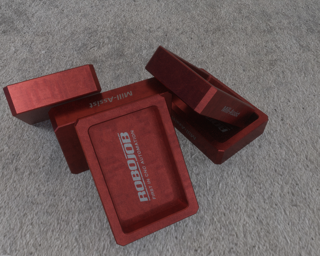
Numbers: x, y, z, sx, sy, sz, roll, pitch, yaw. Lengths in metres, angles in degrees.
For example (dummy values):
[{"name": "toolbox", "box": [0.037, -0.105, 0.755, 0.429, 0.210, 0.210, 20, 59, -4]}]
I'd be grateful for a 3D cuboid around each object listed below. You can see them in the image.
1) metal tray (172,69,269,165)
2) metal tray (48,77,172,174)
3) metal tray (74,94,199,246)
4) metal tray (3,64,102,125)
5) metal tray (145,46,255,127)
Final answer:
[{"name": "metal tray", "box": [0.066, -0.022, 0.420, 0.091, 0.030, 0.130, -31, 57, -24]}, {"name": "metal tray", "box": [-0.052, -0.002, 0.363, 0.131, 0.089, 0.030, -20, 53, -16]}, {"name": "metal tray", "box": [-0.022, 0.040, 0.314, 0.091, 0.030, 0.129, -20, 98, -16]}, {"name": "metal tray", "box": [-0.123, -0.036, 0.372, 0.091, 0.130, 0.030, -19, 92, -16]}, {"name": "metal tray", "box": [0.053, -0.046, 0.371, 0.090, 0.030, 0.131, 45, 18, 30]}]
